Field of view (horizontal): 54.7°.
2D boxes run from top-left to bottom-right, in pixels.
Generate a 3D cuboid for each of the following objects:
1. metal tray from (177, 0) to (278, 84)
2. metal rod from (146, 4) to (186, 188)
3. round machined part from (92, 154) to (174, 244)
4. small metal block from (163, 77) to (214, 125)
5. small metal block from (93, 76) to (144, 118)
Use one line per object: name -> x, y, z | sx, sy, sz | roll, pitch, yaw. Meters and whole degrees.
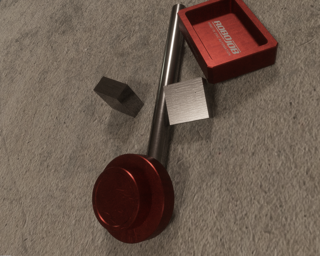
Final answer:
metal tray -> 0.086, -0.125, 0.417 | 0.090, 0.030, 0.130 | -19, 53, -1
metal rod -> 0.011, -0.061, 0.434 | 0.025, 0.025, 0.299 | -5, 59, 25
round machined part -> -0.037, 0.077, 0.342 | 0.098, 0.042, 0.097 | -6, 80, 35
small metal block -> 0.036, -0.033, 0.390 | 0.050, 0.025, 0.050 | -11, 87, 22
small metal block -> -0.059, -0.044, 0.444 | 0.050, 0.050, 0.025 | 23, 74, 36
